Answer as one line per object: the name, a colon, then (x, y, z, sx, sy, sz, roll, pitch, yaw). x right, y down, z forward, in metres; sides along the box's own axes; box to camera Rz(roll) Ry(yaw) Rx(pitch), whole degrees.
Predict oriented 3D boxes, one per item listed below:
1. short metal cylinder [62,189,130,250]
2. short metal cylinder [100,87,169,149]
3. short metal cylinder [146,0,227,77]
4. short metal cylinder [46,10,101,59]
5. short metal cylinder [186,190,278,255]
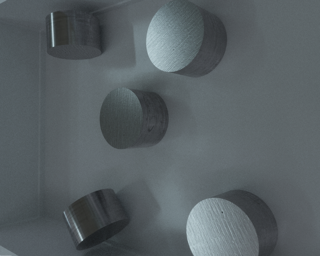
short metal cylinder: (-0.091, 0.131, 0.444, 0.080, 0.081, 0.050, -48, 62, 29)
short metal cylinder: (-0.036, -0.013, 0.418, 0.080, 0.050, 0.079, 0, 90, 39)
short metal cylinder: (0.031, -0.103, 0.364, 0.080, 0.050, 0.079, 0, 90, 39)
short metal cylinder: (-0.133, -0.141, 0.478, 0.080, 0.081, 0.050, -6, 87, 39)
short metal cylinder: (0.075, 0.109, 0.327, 0.080, 0.050, 0.079, 0, 90, 39)
